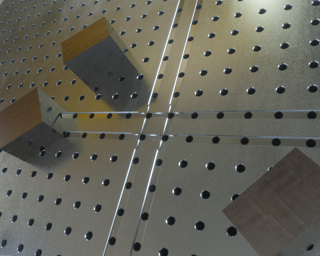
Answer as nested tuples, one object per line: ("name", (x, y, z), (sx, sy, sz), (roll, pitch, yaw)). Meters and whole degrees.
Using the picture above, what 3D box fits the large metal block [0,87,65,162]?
("large metal block", (-0.210, -0.006, 0.503), (0.080, 0.050, 0.080), (-32, 52, 7))

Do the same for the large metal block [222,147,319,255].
("large metal block", (0.110, 0.075, 0.269), (0.080, 0.080, 0.050), (-41, 51, 0))

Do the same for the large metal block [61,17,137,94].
("large metal block", (-0.095, -0.113, 0.490), (0.080, 0.080, 0.050), (-28, 53, 11))
